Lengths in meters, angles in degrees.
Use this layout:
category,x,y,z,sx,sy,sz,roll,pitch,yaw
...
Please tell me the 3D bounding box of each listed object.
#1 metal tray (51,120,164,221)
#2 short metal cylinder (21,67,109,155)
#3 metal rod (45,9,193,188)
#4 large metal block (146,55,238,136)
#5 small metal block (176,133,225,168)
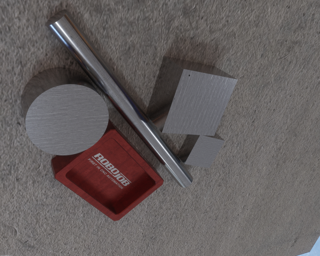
category,x,y,z,sx,sy,sz,roll,pitch,yaw
metal tray,-0.064,0.059,0.408,0.090,0.030,0.130,-39,130,-2
short metal cylinder,-0.101,-0.018,0.327,0.081,0.050,0.079,-14,125,-21
metal rod,-0.029,-0.011,0.386,0.025,0.025,0.300,-39,130,-3
large metal block,0.038,-0.039,0.390,0.081,0.050,0.079,4,116,-31
small metal block,0.061,0.029,0.462,0.050,0.025,0.050,14,111,-34
